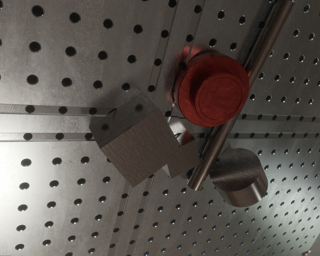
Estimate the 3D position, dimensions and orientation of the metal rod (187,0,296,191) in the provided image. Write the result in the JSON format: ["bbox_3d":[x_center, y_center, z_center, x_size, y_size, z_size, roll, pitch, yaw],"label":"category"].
[{"bbox_3d":[0.110,-0.035,0.451,0.025,0.025,0.298,9,114,-33],"label":"metal rod"}]

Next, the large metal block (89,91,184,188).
[{"bbox_3d":[-0.028,0.015,0.391,0.080,0.050,0.080,-35,129,-5],"label":"large metal block"}]

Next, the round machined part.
[{"bbox_3d":[0.071,-0.044,0.400,0.099,0.042,0.097,-6,117,-11],"label":"round machined part"}]

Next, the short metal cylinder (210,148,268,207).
[{"bbox_3d":[0.126,0.079,0.496,0.080,0.080,0.050,-37,130,-4],"label":"short metal cylinder"}]

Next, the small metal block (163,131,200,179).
[{"bbox_3d":[0.028,0.039,0.453,0.050,0.025,0.050,-24,128,-14],"label":"small metal block"}]
